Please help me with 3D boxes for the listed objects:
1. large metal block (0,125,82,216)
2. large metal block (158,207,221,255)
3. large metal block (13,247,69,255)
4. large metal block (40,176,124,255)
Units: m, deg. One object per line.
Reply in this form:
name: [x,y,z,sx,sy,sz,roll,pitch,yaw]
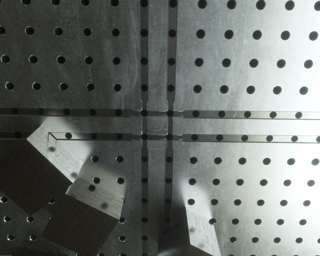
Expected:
large metal block: [-0.168,0.057,0.420,0.080,0.050,0.080,-38,106,12]
large metal block: [0.039,0.179,0.450,0.050,0.080,0.080,30,107,-11]
large metal block: [-0.196,0.244,0.488,0.080,0.050,0.079,12,110,-5]
large metal block: [-0.110,0.128,0.446,0.080,0.050,0.080,30,107,-11]
